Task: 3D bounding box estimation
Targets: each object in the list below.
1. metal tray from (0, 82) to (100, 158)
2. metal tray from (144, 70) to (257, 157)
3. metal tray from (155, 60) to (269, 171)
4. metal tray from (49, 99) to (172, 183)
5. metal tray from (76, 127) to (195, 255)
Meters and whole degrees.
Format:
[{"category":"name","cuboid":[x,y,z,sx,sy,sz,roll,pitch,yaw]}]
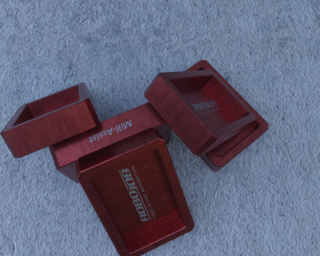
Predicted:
[{"category":"metal tray","cuboid":[-0.123,-0.016,0.363,0.091,0.130,0.030,-23,111,-9]},{"category":"metal tray","cuboid":[0.053,-0.025,0.360,0.090,0.030,0.131,50,33,15]},{"category":"metal tray","cuboid":[0.066,-0.019,0.414,0.090,0.030,0.130,-37,74,-13]},{"category":"metal tray","cuboid":[-0.052,0.019,0.367,0.131,0.090,0.030,-23,72,-9]},{"category":"metal tray","cuboid":[-0.023,0.074,0.335,0.091,0.030,0.129,-23,117,-8]}]
